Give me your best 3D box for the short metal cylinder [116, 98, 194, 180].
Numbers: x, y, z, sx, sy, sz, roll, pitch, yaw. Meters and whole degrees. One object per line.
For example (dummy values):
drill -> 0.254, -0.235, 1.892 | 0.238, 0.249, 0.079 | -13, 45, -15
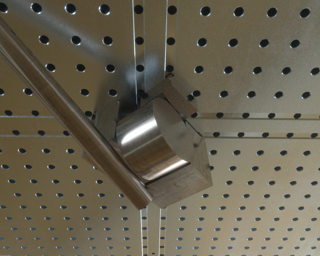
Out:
short metal cylinder -> -0.004, 0.012, 0.353 | 0.050, 0.080, 0.080 | -30, 125, 22

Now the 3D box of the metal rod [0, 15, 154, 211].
metal rod -> -0.109, -0.033, 0.313 | 0.025, 0.025, 0.300 | -34, 102, 25

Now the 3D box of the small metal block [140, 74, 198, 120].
small metal block -> 0.011, -0.031, 0.386 | 0.050, 0.025, 0.050 | -34, 123, 25

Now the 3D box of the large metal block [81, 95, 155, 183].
large metal block -> -0.045, 0.020, 0.393 | 0.050, 0.080, 0.080 | -30, 124, 23

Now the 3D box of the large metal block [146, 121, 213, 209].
large metal block -> 0.018, 0.049, 0.415 | 0.080, 0.080, 0.050 | -30, 124, 23
